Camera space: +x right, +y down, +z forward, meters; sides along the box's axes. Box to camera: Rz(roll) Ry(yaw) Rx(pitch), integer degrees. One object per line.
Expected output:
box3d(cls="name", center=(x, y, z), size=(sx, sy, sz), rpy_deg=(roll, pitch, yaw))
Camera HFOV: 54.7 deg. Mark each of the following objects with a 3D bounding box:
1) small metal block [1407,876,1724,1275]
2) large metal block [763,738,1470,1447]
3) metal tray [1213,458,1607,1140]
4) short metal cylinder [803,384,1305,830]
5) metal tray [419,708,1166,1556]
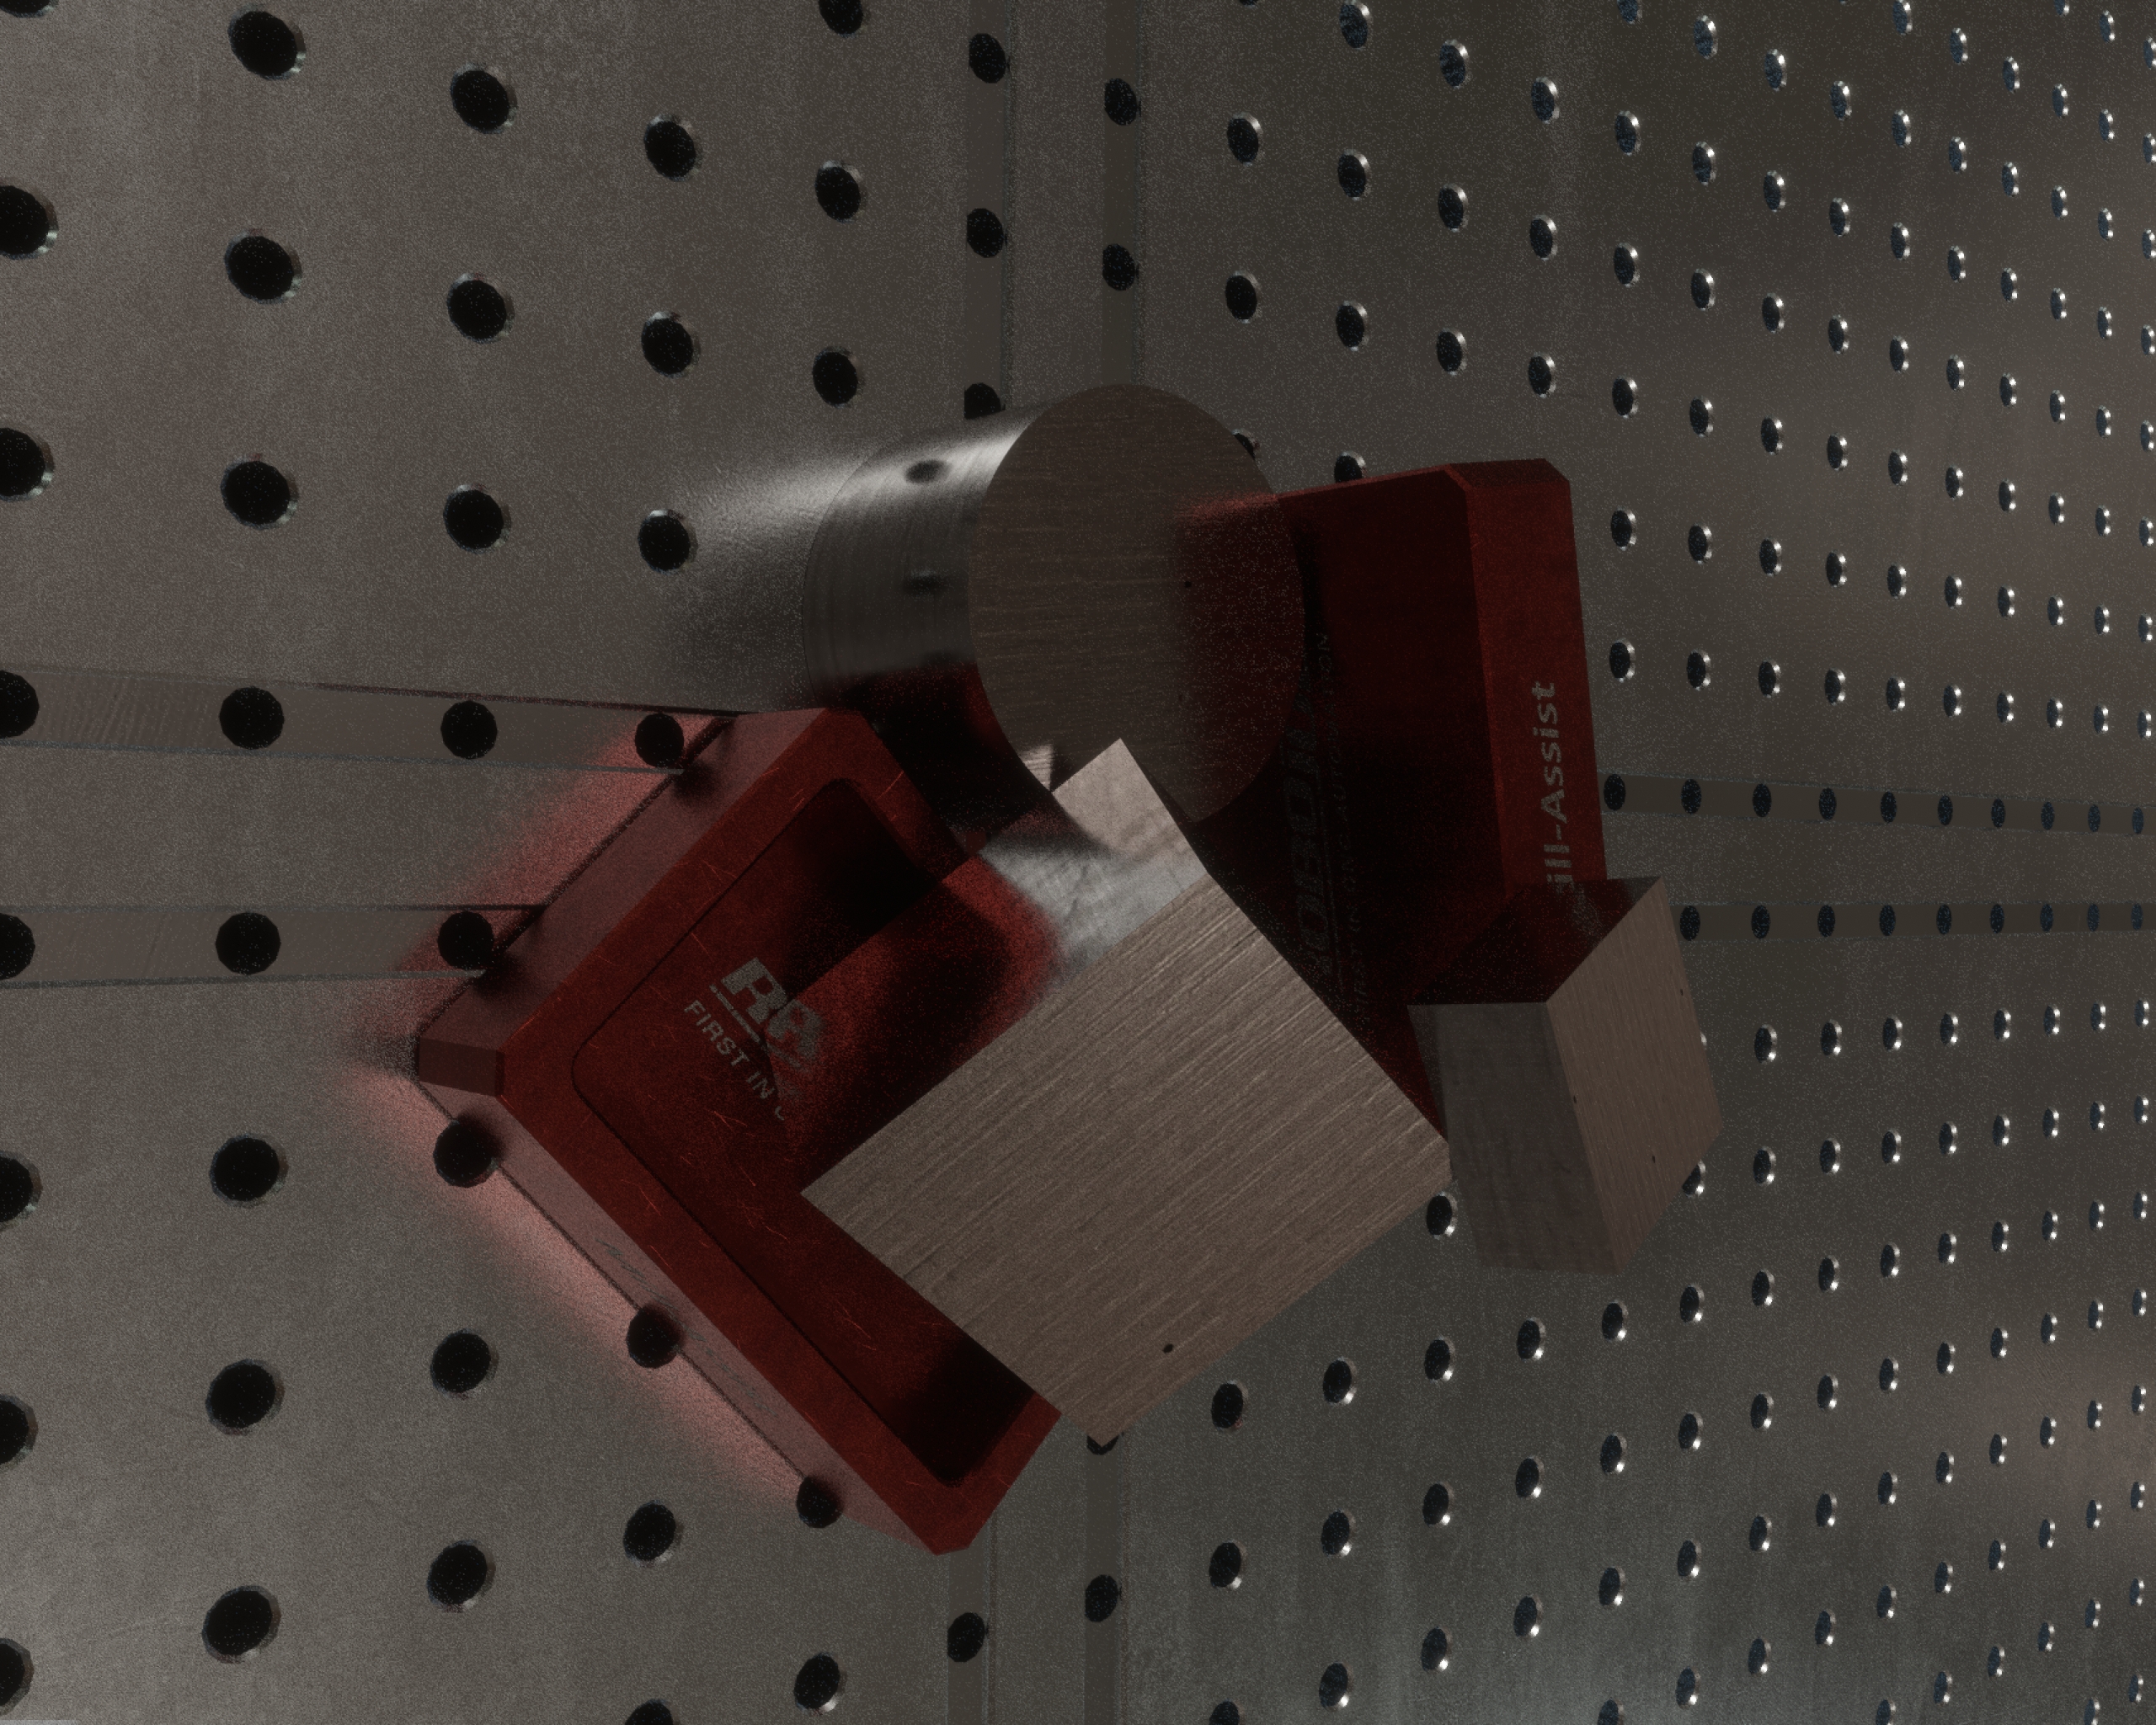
box3d(cls="small metal block", center=(0.086, 0.036, 0.360), size=(0.050, 0.025, 0.050), rpy_deg=(-35, 113, -47))
box3d(cls="large metal block", center=(0.006, 0.040, 0.359), size=(0.080, 0.050, 0.080), rpy_deg=(-39, 121, 6))
box3d(cls="metal tray", center=(0.059, -0.010, 0.418), size=(0.030, 0.090, 0.129), rpy_deg=(-12, 98, -40))
box3d(cls="short metal cylinder", center=(-0.004, -0.045, 0.391), size=(0.081, 0.050, 0.079), rpy_deg=(0, 90, -40))
box3d(cls="metal tray", center=(-0.040, 0.048, 0.373), size=(0.090, 0.030, 0.130), rpy_deg=(-51, 120, -28))
